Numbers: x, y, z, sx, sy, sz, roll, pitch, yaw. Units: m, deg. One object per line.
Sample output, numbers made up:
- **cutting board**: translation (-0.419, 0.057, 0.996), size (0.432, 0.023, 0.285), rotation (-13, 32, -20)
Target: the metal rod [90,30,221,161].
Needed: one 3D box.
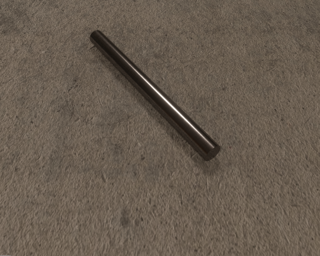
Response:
- **metal rod**: translation (-0.022, -0.063, 0.455), size (0.025, 0.025, 0.300), rotation (-28, 56, -22)
